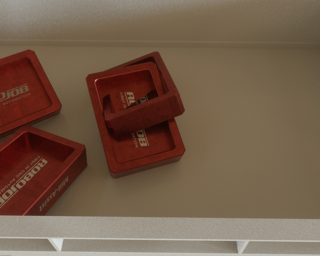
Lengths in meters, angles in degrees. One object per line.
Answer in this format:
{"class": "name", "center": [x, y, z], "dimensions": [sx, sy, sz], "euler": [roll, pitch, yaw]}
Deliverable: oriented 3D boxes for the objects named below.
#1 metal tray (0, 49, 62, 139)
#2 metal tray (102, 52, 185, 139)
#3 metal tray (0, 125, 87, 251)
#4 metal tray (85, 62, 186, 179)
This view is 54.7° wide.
{"class": "metal tray", "center": [-0.207, -0.036, 0.400], "dimensions": [0.131, 0.030, 0.090], "euler": [-27, 91, -21]}
{"class": "metal tray", "center": [-0.028, -0.049, 0.408], "dimensions": [0.090, 0.030, 0.130], "euler": [-21, 37, 2]}
{"class": "metal tray", "center": [-0.152, 0.055, 0.336], "dimensions": [0.090, 0.030, 0.131], "euler": [18, 40, 14]}
{"class": "metal tray", "center": [-0.032, -0.013, 0.384], "dimensions": [0.091, 0.030, 0.130], "euler": [-14, 72, -12]}
